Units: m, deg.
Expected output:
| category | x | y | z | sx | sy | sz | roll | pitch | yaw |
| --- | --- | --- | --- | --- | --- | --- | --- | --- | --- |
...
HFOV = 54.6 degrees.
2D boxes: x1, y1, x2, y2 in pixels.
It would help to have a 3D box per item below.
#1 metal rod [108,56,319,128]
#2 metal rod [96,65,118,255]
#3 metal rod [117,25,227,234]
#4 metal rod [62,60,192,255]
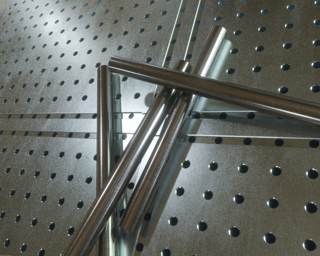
| category | x | y | z | sx | sy | sz | roll | pitch | yaw |
| --- | --- | --- | --- | --- | --- | --- | --- | --- | --- |
| metal rod | 0.062 | -0.048 | 0.379 | 0.300 | 0.025 | 0.025 | 19 | 71 | 26 |
| metal rod | -0.075 | 0.027 | 0.432 | 0.025 | 0.025 | 0.300 | -19 | 54 | 17 |
| metal rod | 0.024 | -0.011 | 0.403 | 0.025 | 0.025 | 0.300 | 13 | 68 | 33 |
| metal rod | -0.032 | 0.031 | 0.386 | 0.025 | 0.025 | 0.300 | 12 | 61 | 33 |
